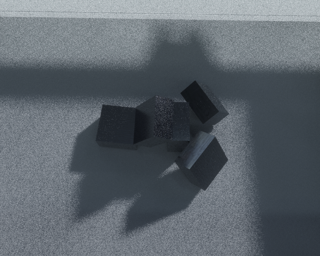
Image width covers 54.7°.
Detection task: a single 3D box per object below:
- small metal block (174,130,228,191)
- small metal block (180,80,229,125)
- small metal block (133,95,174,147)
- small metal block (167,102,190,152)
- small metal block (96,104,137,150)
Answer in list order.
[{"bbox_3d":[0.052,0.040,0.378,0.025,0.050,0.050,23,67,45],"label":"small metal block"},{"bbox_3d":[0.059,-0.032,0.404,0.025,0.050,0.050,-40,73,20],"label":"small metal block"},{"bbox_3d":[-0.008,-0.007,0.378,0.025,0.050,0.050,13,70,-29],"label":"small metal block"},{"bbox_3d":[0.023,0.000,0.395,0.025,0.050,0.050,1,70,0],"label":"small metal block"},{"bbox_3d":[-0.053,-0.001,0.406,0.050,0.025,0.050,6,70,2],"label":"small metal block"}]
